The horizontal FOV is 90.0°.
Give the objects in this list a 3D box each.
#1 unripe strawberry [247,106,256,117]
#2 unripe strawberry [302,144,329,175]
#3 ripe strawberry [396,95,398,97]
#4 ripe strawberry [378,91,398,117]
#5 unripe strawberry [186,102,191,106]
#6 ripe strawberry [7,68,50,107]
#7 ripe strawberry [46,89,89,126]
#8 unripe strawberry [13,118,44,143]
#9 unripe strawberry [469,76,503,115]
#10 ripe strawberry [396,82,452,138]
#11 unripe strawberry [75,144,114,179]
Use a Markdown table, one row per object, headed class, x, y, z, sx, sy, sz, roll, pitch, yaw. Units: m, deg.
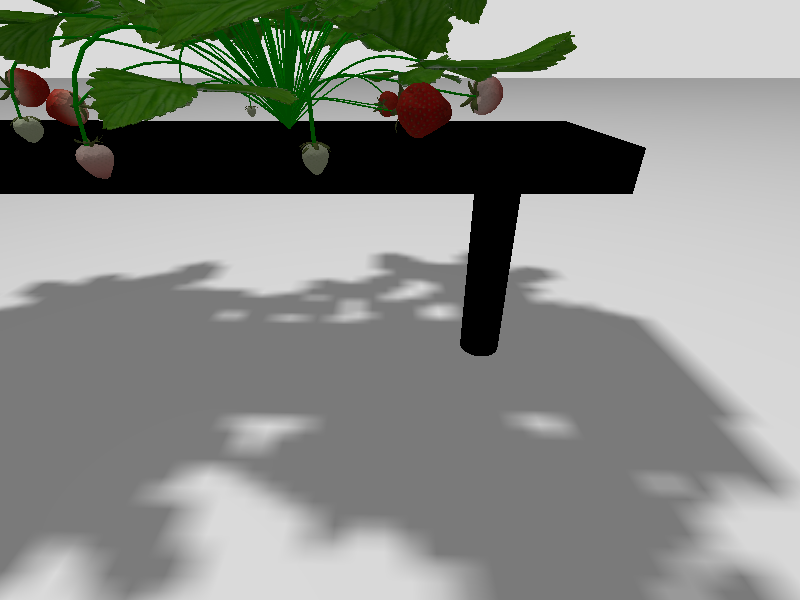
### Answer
| class | x | y | z | sx | sy | sz | roll | pitch | yaw |
| --- | --- | --- | --- | --- | --- | --- | --- | --- | --- |
| unripe strawberry | -0.146 | -0.186 | 0.395 | 0.009 | 0.010 | 0.010 | -19 | 35 | -29 |
| unripe strawberry | -0.036 | -0.060 | 0.172 | 0.012 | 0.012 | 0.012 | -9 | 32 | -15 |
| ripe strawberry | -0.008 | -0.210 | 0.428 | 0.021 | 0.019 | 0.019 | 18 | 13 | 28 |
| ripe strawberry | -0.010 | -0.190 | 0.388 | 0.020 | 0.023 | 0.022 | 26 | 39 | 37 |
| unripe strawberry | -0.226 | -0.210 | 0.422 | 0.010 | 0.011 | 0.011 | 24 | 38 | 35 |
| ripe strawberry | -0.445 | -0.255 | 0.482 | 0.036 | 0.041 | 0.040 | 14 | 32 | 22 |
| ripe strawberry | -0.280 | -0.160 | 0.335 | 0.030 | 0.029 | 0.027 | -5 | 29 | 10 |
| unripe strawberry | -0.249 | -0.114 | 0.270 | 0.015 | 0.015 | 0.014 | -11 | 32 | -18 |
| unripe strawberry | 0.088 | -0.206 | 0.402 | 0.035 | 0.036 | 0.032 | -16 | 34 | -26 |
| ripe strawberry | 0.017 | -0.126 | 0.268 | 0.035 | 0.034 | 0.038 | 15 | 34 | 23 |
| unripe strawberry | -0.136 | -0.062 | 0.180 | 0.014 | 0.015 | 0.015 | 8 | 31 | 14 |
